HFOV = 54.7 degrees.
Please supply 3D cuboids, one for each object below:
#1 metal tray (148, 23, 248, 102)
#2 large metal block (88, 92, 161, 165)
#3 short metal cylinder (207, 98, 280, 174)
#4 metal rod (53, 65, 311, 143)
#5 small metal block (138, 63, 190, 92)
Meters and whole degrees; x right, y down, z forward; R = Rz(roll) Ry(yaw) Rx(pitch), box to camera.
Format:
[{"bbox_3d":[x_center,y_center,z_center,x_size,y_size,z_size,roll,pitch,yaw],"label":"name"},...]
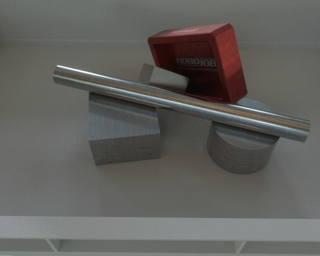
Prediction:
[{"bbox_3d":[0.044,-0.081,0.397,0.030,0.090,0.130,-33,28,-26],"label":"metal tray"},{"bbox_3d":[-0.045,-0.004,0.390,0.081,0.050,0.080,-6,50,-6],"label":"large metal block"},{"bbox_3d":[0.101,0.009,0.381,0.081,0.050,0.080,0,50,0],"label":"short metal cylinder"},{"bbox_3d":[0.015,-0.032,0.364,0.301,0.025,0.025,14,51,11],"label":"metal rod"},{"bbox_3d":[0.004,-0.065,0.414,0.050,0.025,0.050,15,10,-22],"label":"small metal block"}]
